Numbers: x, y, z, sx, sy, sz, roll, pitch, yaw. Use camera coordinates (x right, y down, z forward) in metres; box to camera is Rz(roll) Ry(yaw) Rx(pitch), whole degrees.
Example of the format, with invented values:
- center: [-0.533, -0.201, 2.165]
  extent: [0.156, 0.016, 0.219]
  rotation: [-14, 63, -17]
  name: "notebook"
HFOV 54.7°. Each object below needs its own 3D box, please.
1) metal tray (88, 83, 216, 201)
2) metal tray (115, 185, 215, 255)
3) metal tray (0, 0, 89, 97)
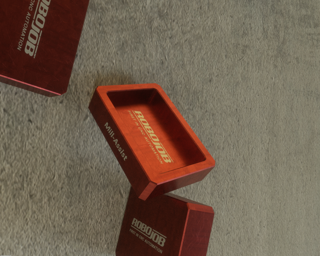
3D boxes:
- center: [-0.010, 0.007, 0.341]
  extent: [0.091, 0.030, 0.130]
  rotation: [-10, 55, -40]
  name: "metal tray"
- center: [-0.002, 0.115, 0.331]
  extent: [0.030, 0.130, 0.090]
  rotation: [17, 81, -27]
  name: "metal tray"
- center: [-0.124, -0.104, 0.297]
  extent: [0.091, 0.030, 0.129]
  rotation: [18, 79, -39]
  name: "metal tray"
